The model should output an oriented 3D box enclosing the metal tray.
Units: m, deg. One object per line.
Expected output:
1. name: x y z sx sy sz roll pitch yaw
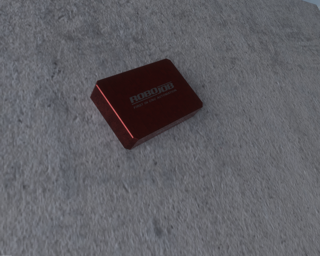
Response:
1. metal tray: -0.014 -0.037 0.417 0.131 0.030 0.090 -27 77 -37
